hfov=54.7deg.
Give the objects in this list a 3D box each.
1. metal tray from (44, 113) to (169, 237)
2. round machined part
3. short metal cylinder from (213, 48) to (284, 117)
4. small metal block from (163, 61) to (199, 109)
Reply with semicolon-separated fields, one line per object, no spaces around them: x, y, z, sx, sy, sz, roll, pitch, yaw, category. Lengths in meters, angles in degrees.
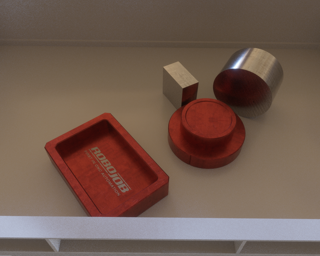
-0.063;0.047;0.361;0.091;0.030;0.130;-31;57;-24;metal tray
0.060;0.000;0.395;0.099;0.042;0.098;0;50;0;round machined part
0.120;-0.061;0.422;0.080;0.080;0.050;24;54;18;short metal cylinder
0.028;-0.057;0.437;0.025;0.050;0.050;-24;54;-19;small metal block
